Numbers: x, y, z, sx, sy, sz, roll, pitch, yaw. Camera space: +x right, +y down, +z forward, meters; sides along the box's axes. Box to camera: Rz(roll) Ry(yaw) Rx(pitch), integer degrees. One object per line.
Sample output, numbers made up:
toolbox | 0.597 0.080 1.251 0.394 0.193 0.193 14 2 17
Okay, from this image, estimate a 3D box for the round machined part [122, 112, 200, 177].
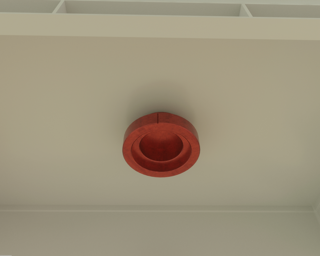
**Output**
round machined part | 0.002 0.017 0.408 0.099 0.042 0.097 -1 130 0
